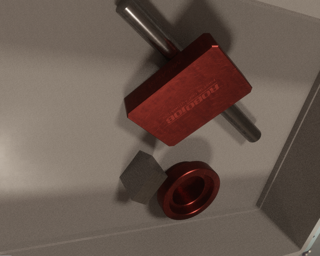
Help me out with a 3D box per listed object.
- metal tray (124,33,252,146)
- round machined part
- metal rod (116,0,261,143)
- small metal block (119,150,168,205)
[{"bbox_3d":[0.033,-0.040,0.376,0.130,0.030,0.090,-37,132,19],"label":"metal tray"},{"bbox_3d":[0.040,0.091,0.478,0.099,0.042,0.097,-14,125,-21],"label":"round machined part"},{"bbox_3d":[0.058,-0.057,0.407,0.025,0.025,0.301,-49,129,6],"label":"metal rod"},{"bbox_3d":[-0.024,0.067,0.423,0.025,0.050,0.050,29,102,-38],"label":"small metal block"}]
